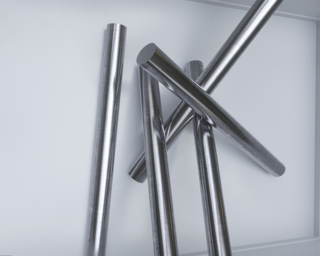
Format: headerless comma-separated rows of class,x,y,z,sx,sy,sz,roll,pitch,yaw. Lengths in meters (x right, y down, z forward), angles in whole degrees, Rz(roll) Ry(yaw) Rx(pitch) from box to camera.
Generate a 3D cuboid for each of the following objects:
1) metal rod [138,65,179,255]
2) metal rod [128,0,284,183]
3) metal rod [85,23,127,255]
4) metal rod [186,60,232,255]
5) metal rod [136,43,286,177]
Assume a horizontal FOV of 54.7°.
metal rod,-0.002,0.053,0.345,0.025,0.025,0.299,3,64,-20
metal rod,0.057,-0.055,0.374,0.025,0.025,0.299,34,101,-17
metal rod,-0.067,0.021,0.385,0.025,0.025,0.298,6,88,-20
metal rod,0.058,0.049,0.368,0.025,0.025,0.299,5,64,-20
metal rod,0.084,-0.003,0.386,0.301,0.025,0.025,35,78,-38
